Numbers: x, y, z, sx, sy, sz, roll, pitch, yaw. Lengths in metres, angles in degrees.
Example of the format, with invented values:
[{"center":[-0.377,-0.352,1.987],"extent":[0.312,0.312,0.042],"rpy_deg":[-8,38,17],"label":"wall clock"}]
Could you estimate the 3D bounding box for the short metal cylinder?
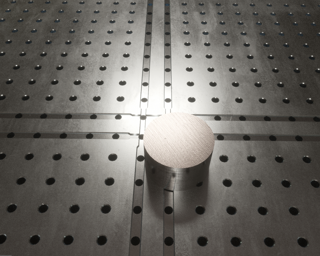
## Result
[{"center":[0.021,0.027,0.369],"extent":[0.081,0.050,0.080],"rpy_deg":[0,50,0],"label":"short metal cylinder"}]
